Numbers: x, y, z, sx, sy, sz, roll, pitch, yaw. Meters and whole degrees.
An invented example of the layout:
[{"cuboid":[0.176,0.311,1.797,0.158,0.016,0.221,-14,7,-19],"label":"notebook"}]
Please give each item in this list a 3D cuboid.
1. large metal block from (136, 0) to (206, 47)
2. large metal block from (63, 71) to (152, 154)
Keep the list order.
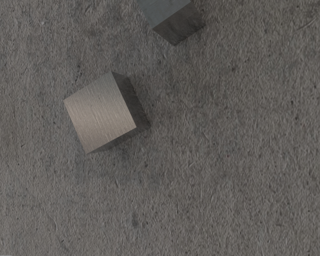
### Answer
[{"cuboid":[0.007,-0.156,0.377,0.050,0.080,0.080,-30,80,17],"label":"large metal block"},{"cuboid":[-0.071,-0.019,0.421,0.080,0.050,0.080,-28,81,18],"label":"large metal block"}]
